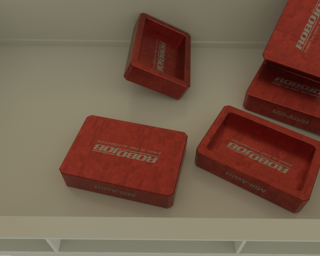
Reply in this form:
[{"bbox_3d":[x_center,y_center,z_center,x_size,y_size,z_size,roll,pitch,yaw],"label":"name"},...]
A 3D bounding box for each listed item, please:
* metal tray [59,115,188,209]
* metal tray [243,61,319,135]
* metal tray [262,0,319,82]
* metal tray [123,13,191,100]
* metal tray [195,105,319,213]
[{"bbox_3d":[-0.039,0.037,0.371,0.131,0.030,0.090,11,51,8],"label":"metal tray"},{"bbox_3d":[0.196,-0.045,0.439,0.130,0.030,0.090,22,53,20],"label":"metal tray"},{"bbox_3d":[0.212,-0.139,0.427,0.090,0.030,0.129,27,99,24],"label":"metal tray"},{"bbox_3d":[0.000,-0.112,0.471,0.091,0.030,0.130,19,49,-17],"label":"metal tray"},{"bbox_3d":[0.120,0.032,0.376,0.130,0.030,0.090,25,54,19],"label":"metal tray"}]
